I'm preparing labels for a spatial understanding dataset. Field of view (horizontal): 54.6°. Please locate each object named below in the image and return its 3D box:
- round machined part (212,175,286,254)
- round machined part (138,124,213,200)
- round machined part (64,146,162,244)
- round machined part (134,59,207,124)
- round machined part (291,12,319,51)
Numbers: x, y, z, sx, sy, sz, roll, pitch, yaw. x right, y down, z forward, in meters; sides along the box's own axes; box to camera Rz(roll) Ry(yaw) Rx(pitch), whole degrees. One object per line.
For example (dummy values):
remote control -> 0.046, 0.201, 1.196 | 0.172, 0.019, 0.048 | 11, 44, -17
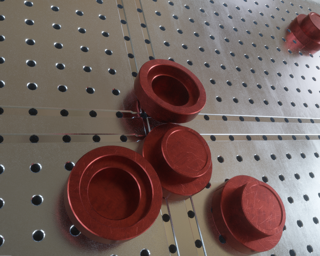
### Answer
round machined part -> 0.119, 0.106, 0.396 | 0.099, 0.042, 0.098 | 13, 56, -21
round machined part -> 0.025, 0.037, 0.388 | 0.099, 0.042, 0.098 | 13, 56, -21
round machined part -> -0.050, 0.071, 0.326 | 0.099, 0.042, 0.098 | 13, 56, -21
round machined part -> 0.011, -0.045, 0.425 | 0.099, 0.042, 0.098 | 15, 49, -18
round machined part -> 0.364, -0.235, 0.735 | 0.099, 0.042, 0.098 | 13, 56, -21
